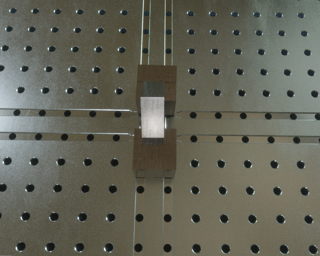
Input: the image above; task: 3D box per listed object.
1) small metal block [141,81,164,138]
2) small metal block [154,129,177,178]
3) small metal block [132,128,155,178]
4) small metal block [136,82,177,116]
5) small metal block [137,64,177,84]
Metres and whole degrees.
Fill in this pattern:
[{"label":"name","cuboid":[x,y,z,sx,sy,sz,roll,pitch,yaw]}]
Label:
[{"label":"small metal block","cuboid":[-0.008,-0.023,0.363,0.025,0.050,0.050,0,28,1]},{"label":"small metal block","cuboid":[0.007,0.032,0.385,0.025,0.050,0.050,1,70,0]},{"label":"small metal block","cuboid":[-0.019,0.032,0.386,0.025,0.050,0.050,1,70,0]},{"label":"small metal block","cuboid":[-0.005,-0.038,0.412,0.050,0.050,0.025,2,70,0]},{"label":"small metal block","cuboid":[-0.004,-0.062,0.420,0.050,0.050,0.025,2,70,0]}]
